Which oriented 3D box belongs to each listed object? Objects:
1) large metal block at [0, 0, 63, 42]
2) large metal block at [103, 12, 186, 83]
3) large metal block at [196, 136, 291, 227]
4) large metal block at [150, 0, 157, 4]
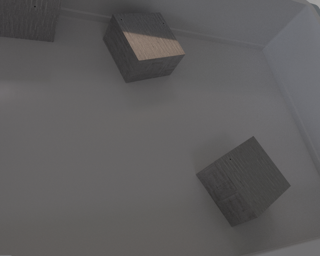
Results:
[{"bbox_3d":[-0.167,-0.154,0.374,0.081,0.080,0.050,-2,63,-29],"label":"large metal block"},{"bbox_3d":[-0.024,-0.118,0.448,0.081,0.050,0.080,-17,71,-35],"label":"large metal block"},{"bbox_3d":[0.109,0.068,0.406,0.081,0.050,0.080,-25,76,-37],"label":"large metal block"},{"bbox_3d":[-0.022,-0.283,0.553,0.080,0.050,0.080,29,52,-10],"label":"large metal block"}]
